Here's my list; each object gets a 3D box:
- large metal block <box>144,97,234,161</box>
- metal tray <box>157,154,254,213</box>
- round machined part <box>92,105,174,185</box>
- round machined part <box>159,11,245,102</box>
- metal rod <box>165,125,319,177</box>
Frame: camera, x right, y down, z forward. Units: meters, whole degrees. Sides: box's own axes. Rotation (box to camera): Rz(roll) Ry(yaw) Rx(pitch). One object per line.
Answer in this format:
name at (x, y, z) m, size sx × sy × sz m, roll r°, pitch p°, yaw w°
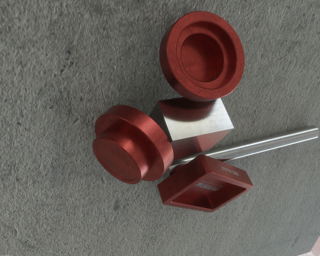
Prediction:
large metal block at (0.030, 0.002, 0.387) m, size 0.081 × 0.050 × 0.080 m, roll -11°, pitch 158°, yaw -23°
metal tray at (0.072, 0.089, 0.471) m, size 0.090 × 0.030 × 0.131 m, roll -40°, pitch 140°, yaw 25°
round machined part at (-0.037, 0.026, 0.352) m, size 0.042 × 0.098 × 0.097 m, roll -47°, pitch 138°, yaw -36°
round machined part at (0.044, -0.078, 0.354) m, size 0.099 × 0.042 × 0.097 m, roll 2°, pitch 85°, yaw -23°
metal rod at (0.145, 0.033, 0.509) m, size 0.303 × 0.025 × 0.025 m, roll -11°, pitch 123°, yaw -23°
